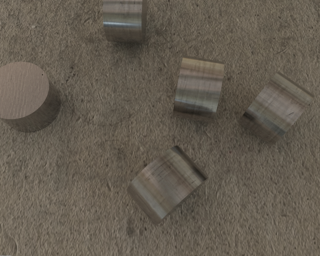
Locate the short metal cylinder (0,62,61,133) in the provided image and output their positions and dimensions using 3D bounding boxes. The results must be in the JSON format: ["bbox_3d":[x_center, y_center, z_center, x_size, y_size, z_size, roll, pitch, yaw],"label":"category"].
[{"bbox_3d":[-0.178,-0.040,0.408,0.081,0.050,0.080,0,70,0],"label":"short metal cylinder"}]

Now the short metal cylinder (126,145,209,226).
[{"bbox_3d":[0.009,0.065,0.355,0.080,0.080,0.050,-39,75,-13],"label":"short metal cylinder"}]

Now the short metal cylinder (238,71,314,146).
[{"bbox_3d":[0.144,-0.024,0.388,0.050,0.080,0.080,39,75,13],"label":"short metal cylinder"}]

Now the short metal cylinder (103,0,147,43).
[{"bbox_3d":[-0.047,-0.162,0.437,0.050,0.080,0.080,4,70,1],"label":"short metal cylinder"}]

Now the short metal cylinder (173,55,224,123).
[{"bbox_3d":[0.048,-0.049,0.397,0.050,0.080,0.080,10,70,4],"label":"short metal cylinder"}]
